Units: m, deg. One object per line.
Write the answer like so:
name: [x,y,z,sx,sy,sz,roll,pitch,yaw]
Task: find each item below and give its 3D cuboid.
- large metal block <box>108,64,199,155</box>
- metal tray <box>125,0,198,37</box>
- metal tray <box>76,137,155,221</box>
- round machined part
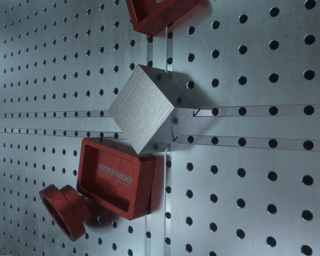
large metal block: [-0.011,-0.023,0.402,0.080,0.050,0.080,52,120,27]
metal tray: [-0.009,-0.202,0.413,0.090,0.030,0.129,-25,74,37]
metal tray: [-0.071,0.071,0.464,0.130,0.030,0.089,15,99,39]
round machined part: [-0.150,0.131,0.504,0.098,0.042,0.097,34,144,31]
